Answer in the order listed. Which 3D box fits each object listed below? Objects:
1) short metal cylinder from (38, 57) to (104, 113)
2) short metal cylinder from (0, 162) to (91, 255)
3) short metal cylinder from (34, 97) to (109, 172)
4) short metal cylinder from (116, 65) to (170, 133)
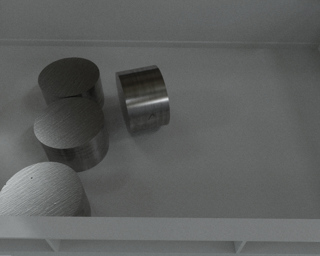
[{"bbox_3d":[-0.121,-0.054,0.432,0.081,0.050,0.080,0,50,0],"label":"short metal cylinder"},{"bbox_3d":[-0.116,0.082,0.319,0.081,0.050,0.080,0,50,0],"label":"short metal cylinder"},{"bbox_3d":[-0.106,0.008,0.381,0.081,0.050,0.080,0,50,0],"label":"short metal cylinder"},{"bbox_3d":[-0.024,-0.037,0.400,0.050,0.080,0.080,-13,52,-11],"label":"short metal cylinder"}]
